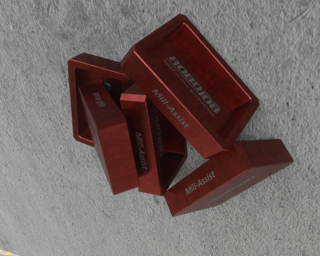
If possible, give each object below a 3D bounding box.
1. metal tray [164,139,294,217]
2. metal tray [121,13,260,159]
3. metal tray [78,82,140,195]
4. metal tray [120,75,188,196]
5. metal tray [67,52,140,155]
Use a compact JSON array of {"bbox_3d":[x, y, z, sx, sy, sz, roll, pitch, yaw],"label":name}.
[{"bbox_3d":[0.076,0.059,0.362,0.129,0.091,0.030,-44,58,39],"label":"metal tray"},{"bbox_3d":[0.035,-0.044,0.317,0.130,0.090,0.030,47,143,-6],"label":"metal tray"},{"bbox_3d":[-0.064,0.007,0.371,0.130,0.030,0.089,-131,29,-57],"label":"metal tray"},{"bbox_3d":[-0.001,0.003,0.368,0.030,0.090,0.129,6,122,25],"label":"metal tray"},{"bbox_3d":[-0.077,-0.029,0.426,0.090,0.030,0.129,18,126,17],"label":"metal tray"}]
